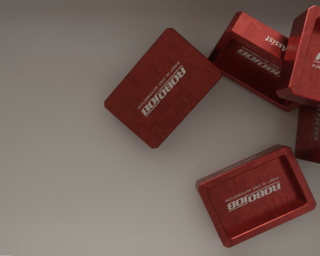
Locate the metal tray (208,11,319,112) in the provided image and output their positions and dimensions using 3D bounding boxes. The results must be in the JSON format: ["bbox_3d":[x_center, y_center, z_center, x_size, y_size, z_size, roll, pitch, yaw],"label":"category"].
[{"bbox_3d":[0.129,-0.075,0.377,0.130,0.090,0.030,30,74,0],"label":"metal tray"}]

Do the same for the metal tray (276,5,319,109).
[{"bbox_3d":[0.195,-0.060,0.315,0.131,0.030,0.090,15,87,-4],"label":"metal tray"}]

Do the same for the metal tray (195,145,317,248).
[{"bbox_3d":[0.124,0.088,0.409,0.131,0.030,0.090,-24,90,0],"label":"metal tray"}]

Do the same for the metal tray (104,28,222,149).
[{"bbox_3d":[0.004,-0.049,0.400,0.090,0.030,0.130,42,98,0],"label":"metal tray"}]

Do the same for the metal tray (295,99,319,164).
[{"bbox_3d":[0.207,-0.021,0.379,0.030,0.090,0.129,6,90,-4],"label":"metal tray"}]
